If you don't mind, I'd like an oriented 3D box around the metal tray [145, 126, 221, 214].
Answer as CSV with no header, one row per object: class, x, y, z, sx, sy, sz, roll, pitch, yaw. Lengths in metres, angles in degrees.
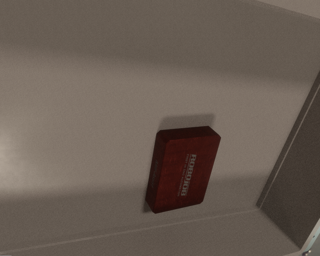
metal tray,0.033,0.063,0.464,0.091,0.030,0.129,-5,121,-26
